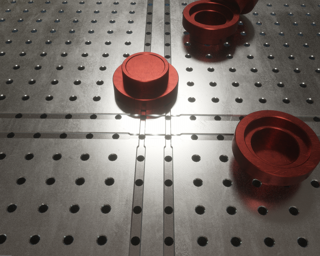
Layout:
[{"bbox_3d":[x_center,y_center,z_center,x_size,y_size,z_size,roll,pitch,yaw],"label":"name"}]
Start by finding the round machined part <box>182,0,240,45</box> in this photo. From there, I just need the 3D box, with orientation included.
[{"bbox_3d":[0.089,-0.186,0.554,0.099,0.042,0.098,0,50,0],"label":"round machined part"}]

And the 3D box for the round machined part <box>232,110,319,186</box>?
[{"bbox_3d":[0.137,0.028,0.375,0.099,0.042,0.098,0,50,0],"label":"round machined part"}]

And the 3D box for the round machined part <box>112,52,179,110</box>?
[{"bbox_3d":[-0.021,-0.076,0.460,0.099,0.042,0.098,1,50,0],"label":"round machined part"}]

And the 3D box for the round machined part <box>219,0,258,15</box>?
[{"bbox_3d":[0.130,-0.245,0.575,0.098,0.098,0.042,30,82,22],"label":"round machined part"}]
